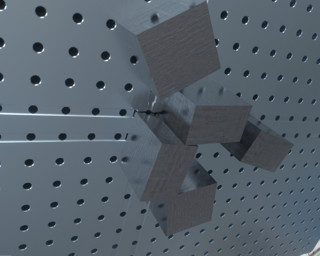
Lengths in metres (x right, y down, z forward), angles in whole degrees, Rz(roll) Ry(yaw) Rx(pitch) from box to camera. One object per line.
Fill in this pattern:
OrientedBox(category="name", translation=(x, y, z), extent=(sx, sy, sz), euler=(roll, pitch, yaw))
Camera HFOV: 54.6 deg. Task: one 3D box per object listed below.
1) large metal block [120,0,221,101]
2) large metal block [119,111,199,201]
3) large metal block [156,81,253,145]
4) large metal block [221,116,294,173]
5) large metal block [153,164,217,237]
OrientedBox(category="large metal block", translation=(0.013, -0.091, 0.346), extent=(0.080, 0.050, 0.080), euler=(-30, 128, -10))
OrientedBox(category="large metal block", translation=(-0.006, 0.035, 0.393), extent=(0.050, 0.080, 0.080), euler=(7, 115, -31))
OrientedBox(category="large metal block", translation=(0.052, -0.022, 0.390), extent=(0.081, 0.080, 0.050), euler=(-2, 119, -28))
OrientedBox(category="large metal block", translation=(0.132, 0.015, 0.456), extent=(0.080, 0.080, 0.050), euler=(19, 108, -36))
OrientedBox(category="large metal block", translation=(0.037, 0.111, 0.483), extent=(0.081, 0.050, 0.079), euler=(-12, 124, -22))
